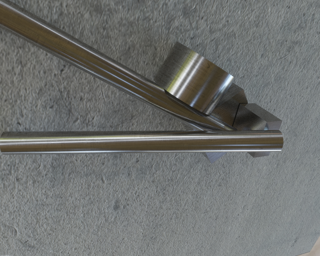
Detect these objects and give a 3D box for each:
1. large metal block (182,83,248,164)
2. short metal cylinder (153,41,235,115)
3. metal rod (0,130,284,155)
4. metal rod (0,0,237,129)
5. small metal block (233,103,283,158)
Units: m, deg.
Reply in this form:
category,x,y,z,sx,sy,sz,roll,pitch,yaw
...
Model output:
category,x,y,z,sx,sy,sz,roll,pitch,yaw
large metal block,0.078,-0.011,0.428,0.080,0.050,0.080,-35,129,-4
short metal cylinder,0.040,-0.058,0.362,0.080,0.080,0.050,23,106,-37
metal rod,-0.015,0.015,0.342,0.302,0.025,0.025,0,121,-5
metal rod,-0.032,-0.049,0.324,0.302,0.025,0.025,26,104,-26
small metal block,0.120,0.002,0.392,0.025,0.050,0.050,-4,121,-26
